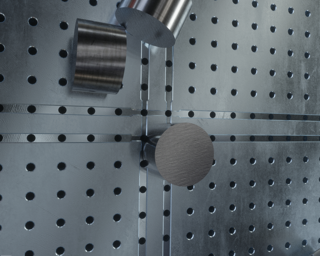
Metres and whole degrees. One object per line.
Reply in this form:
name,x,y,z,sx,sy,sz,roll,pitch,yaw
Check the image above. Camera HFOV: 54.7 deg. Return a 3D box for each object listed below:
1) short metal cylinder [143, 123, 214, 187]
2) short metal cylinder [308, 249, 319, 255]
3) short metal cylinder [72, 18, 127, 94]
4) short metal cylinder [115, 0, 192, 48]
short metal cylinder,0.023,0.033,0.408,0.081,0.050,0.079,0,90,-20
short metal cylinder,0.262,0.233,0.480,0.050,0.080,0.080,-20,97,-19
short metal cylinder,-0.073,-0.081,0.356,0.050,0.080,0.080,4,89,-20
short metal cylinder,-0.007,-0.143,0.380,0.080,0.080,0.050,28,81,-18
